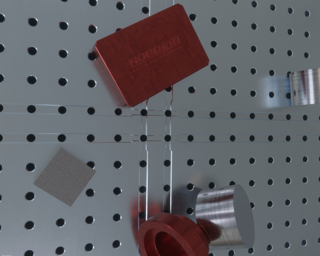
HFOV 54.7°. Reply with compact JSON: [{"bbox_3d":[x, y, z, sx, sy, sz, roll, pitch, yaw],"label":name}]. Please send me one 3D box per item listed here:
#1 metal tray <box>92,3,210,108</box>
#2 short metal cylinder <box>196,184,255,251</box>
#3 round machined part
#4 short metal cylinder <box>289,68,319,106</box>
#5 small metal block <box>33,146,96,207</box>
[{"bbox_3d":[-0.010,-0.094,0.406,0.131,0.030,0.090,-31,100,-17],"label":"metal tray"},{"bbox_3d":[0.088,0.118,0.410,0.080,0.050,0.080,38,44,-48],"label":"short metal cylinder"},{"bbox_3d":[0.022,0.149,0.388,0.042,0.098,0.097,-26,100,-45],"label":"round machined part"},{"bbox_3d":[0.242,-0.062,0.473,0.081,0.080,0.050,-5,92,-20],"label":"short metal cylinder"},{"bbox_3d":[-0.114,0.057,0.371,0.050,0.025,0.050,38,78,-16],"label":"small metal block"}]
